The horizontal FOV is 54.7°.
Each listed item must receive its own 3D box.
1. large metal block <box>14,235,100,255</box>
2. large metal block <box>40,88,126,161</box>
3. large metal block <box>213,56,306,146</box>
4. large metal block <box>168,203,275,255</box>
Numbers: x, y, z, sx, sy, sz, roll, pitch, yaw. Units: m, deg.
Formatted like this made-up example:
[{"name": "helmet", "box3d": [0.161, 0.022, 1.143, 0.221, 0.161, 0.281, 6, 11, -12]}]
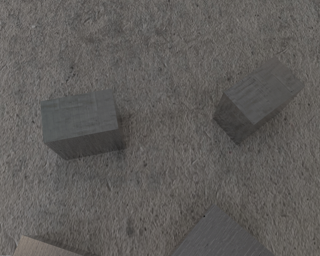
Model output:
[{"name": "large metal block", "box3d": [-0.119, 0.168, 0.332, 0.080, 0.050, 0.080, 16, 71, 6]}, {"name": "large metal block", "box3d": [-0.089, -0.001, 0.379, 0.081, 0.080, 0.050, -11, 71, -4]}, {"name": "large metal block", "box3d": [0.120, -0.031, 0.391, 0.080, 0.080, 0.050, -35, 74, -12]}, {"name": "large metal block", "box3d": [0.062, 0.143, 0.343, 0.080, 0.050, 0.080, 40, 75, 13]}]
